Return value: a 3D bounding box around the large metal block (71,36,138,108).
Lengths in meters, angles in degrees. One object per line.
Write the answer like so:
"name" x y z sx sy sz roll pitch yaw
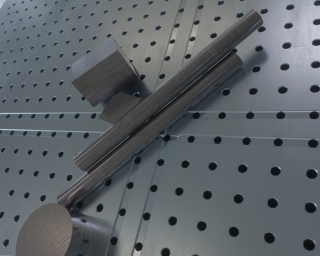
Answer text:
"large metal block" -0.087 -0.089 0.477 0.080 0.050 0.080 -34 32 6

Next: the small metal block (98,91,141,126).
"small metal block" -0.053 -0.022 0.450 0.050 0.025 0.050 21 73 35

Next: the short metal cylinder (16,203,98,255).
"short metal cylinder" -0.123 0.137 0.373 0.080 0.050 0.080 -13 56 21

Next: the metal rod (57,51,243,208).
"metal rod" -0.013 0.004 0.412 0.300 0.025 0.025 -40 51 1

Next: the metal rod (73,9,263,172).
"metal rod" 0.010 -0.048 0.405 0.300 0.025 0.025 -40 51 1
